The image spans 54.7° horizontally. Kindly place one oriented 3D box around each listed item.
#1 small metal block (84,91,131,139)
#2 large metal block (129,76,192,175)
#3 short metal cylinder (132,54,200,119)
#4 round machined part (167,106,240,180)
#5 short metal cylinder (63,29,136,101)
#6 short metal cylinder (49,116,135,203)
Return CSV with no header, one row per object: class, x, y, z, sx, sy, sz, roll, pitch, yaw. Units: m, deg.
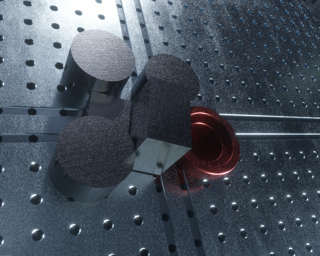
small metal block,-0.065,-0.012,0.380,0.050,0.025,0.050,14,56,-21
large metal block,-0.005,0.000,0.366,0.050,0.080,0.080,15,56,-20
short metal cylinder,0.008,-0.055,0.429,0.081,0.050,0.080,14,56,-21
round machined part,0.053,0.023,0.411,0.099,0.042,0.098,14,56,-21
short metal cylinder,-0.078,-0.078,0.397,0.081,0.050,0.080,14,56,-21
short metal cylinder,-0.073,0.034,0.332,0.081,0.050,0.080,14,56,-21
